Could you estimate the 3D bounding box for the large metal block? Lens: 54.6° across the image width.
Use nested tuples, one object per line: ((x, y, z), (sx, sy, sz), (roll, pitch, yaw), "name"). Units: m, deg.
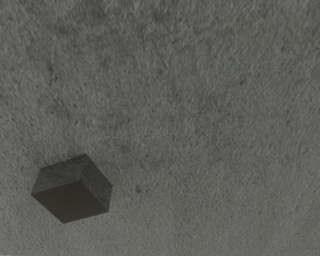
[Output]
((-0.130, 0.094, 0.469), (0.080, 0.050, 0.080), (-18, 128, 14), "large metal block")
